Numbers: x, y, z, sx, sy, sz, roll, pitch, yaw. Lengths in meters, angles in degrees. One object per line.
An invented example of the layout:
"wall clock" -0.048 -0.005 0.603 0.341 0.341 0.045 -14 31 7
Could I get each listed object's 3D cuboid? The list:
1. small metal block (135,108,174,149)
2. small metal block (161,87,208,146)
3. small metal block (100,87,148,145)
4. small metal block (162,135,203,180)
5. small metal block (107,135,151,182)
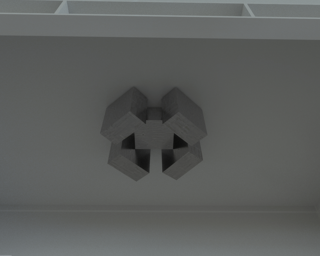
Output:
"small metal block" -0.007 0.001 0.407 0.050 0.025 0.050 0 130 -1
"small metal block" 0.029 -0.014 0.378 0.025 0.050 0.050 -38 122 26
"small metal block" -0.043 -0.015 0.377 0.050 0.050 0.025 -34 122 26
"small metal block" 0.028 0.034 0.418 0.025 0.050 0.050 33 122 -26
"small metal block" -0.040 0.036 0.421 0.025 0.050 0.050 -37 121 28
